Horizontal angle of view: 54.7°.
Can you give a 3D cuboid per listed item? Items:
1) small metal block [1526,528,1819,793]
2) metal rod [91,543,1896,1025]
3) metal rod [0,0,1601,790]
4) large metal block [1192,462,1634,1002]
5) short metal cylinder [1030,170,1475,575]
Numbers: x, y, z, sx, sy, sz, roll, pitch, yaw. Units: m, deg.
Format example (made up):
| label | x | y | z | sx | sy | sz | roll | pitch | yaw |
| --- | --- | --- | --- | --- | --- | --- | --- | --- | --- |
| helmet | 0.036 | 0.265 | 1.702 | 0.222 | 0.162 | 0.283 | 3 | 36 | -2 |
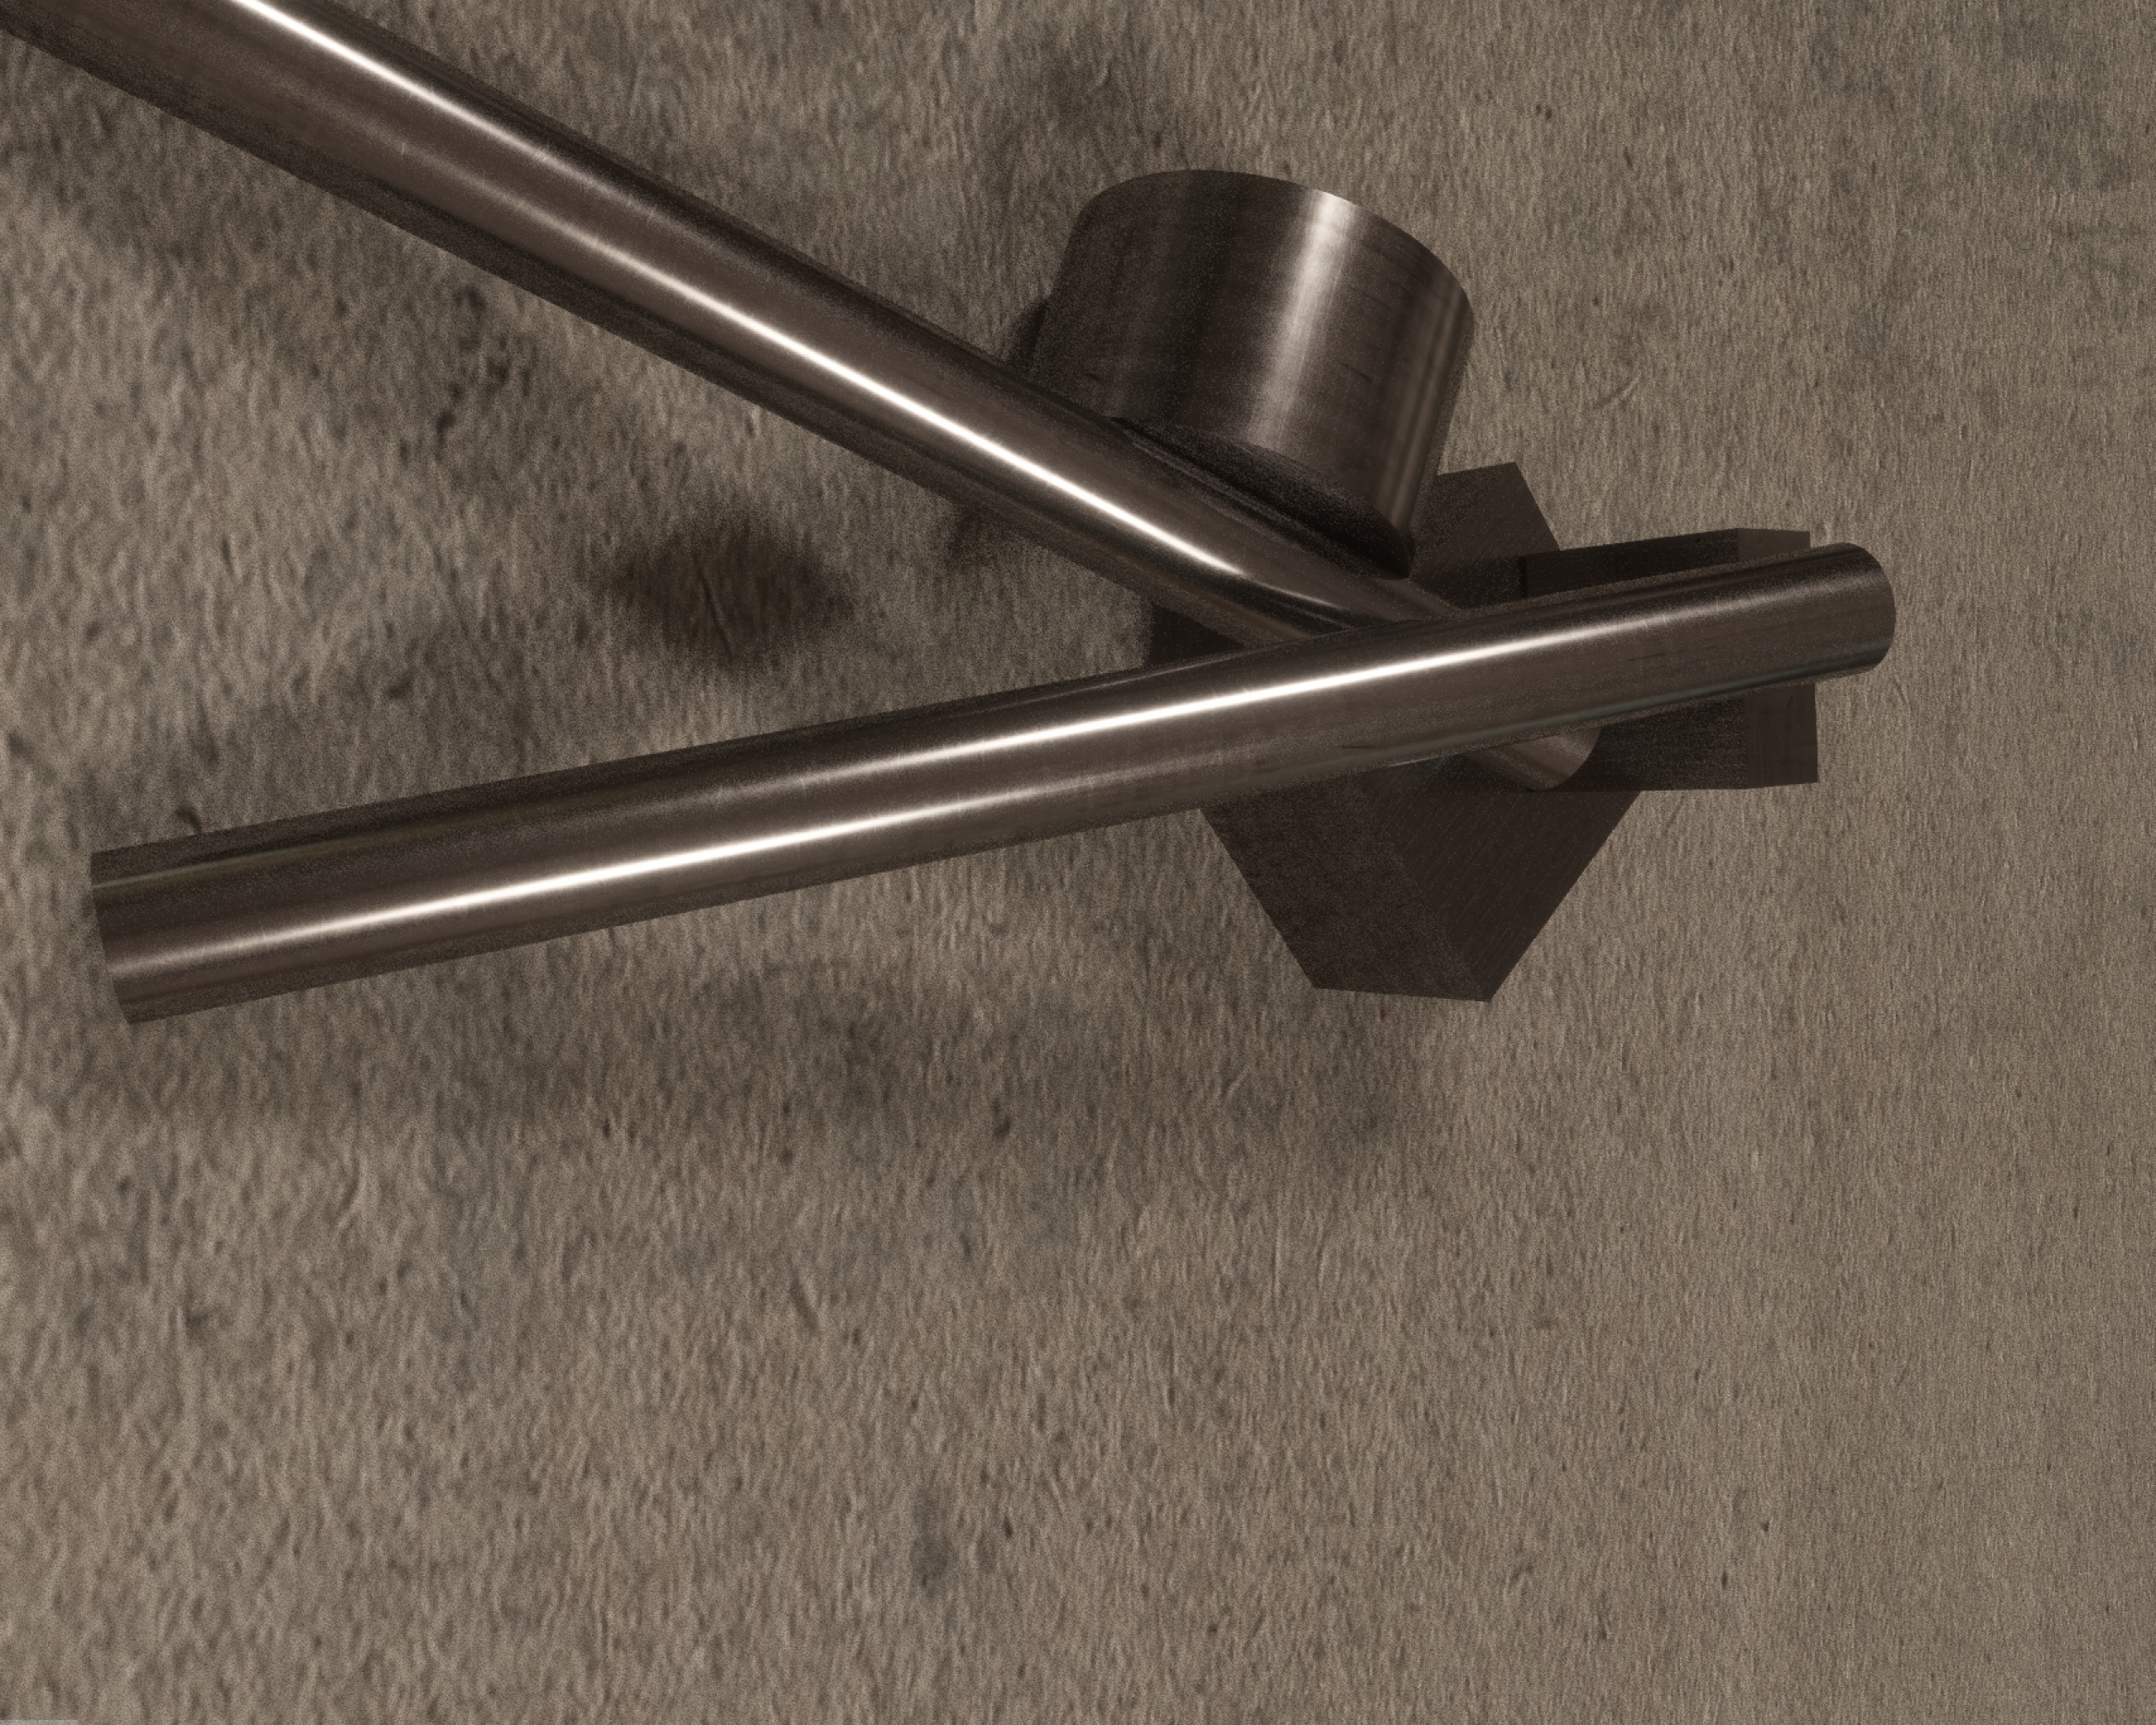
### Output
| label | x | y | z | sx | sy | sz | roll | pitch | yaw |
| --- | --- | --- | --- | --- | --- | --- | --- | --- | --- |
| small metal block | 0.120 | -0.040 | 0.424 | 0.025 | 0.050 | 0.050 | -5 | 94 | -40 |
| metal rod | 0.004 | -0.018 | 0.342 | 0.302 | 0.025 | 0.025 | -12 | 98 | -19 |
| metal rod | -0.030 | -0.078 | 0.345 | 0.302 | 0.025 | 0.025 | 23 | 75 | -26 |
| large metal block | 0.072 | -0.028 | 0.451 | 0.080 | 0.050 | 0.080 | -48 | 119 | -28 |
| short metal cylinder | 0.030 | -0.087 | 0.399 | 0.080 | 0.080 | 0.050 | 26 | 74 | -37 |
